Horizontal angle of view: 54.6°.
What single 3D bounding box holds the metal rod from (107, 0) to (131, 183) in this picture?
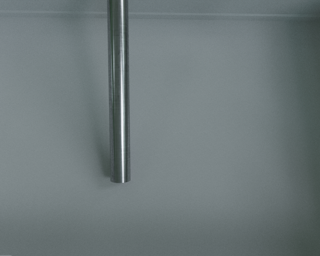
[{"bbox_3d":[-0.050,-0.083,0.374,0.025,0.025,0.298,0,95,0],"label":"metal rod"}]
